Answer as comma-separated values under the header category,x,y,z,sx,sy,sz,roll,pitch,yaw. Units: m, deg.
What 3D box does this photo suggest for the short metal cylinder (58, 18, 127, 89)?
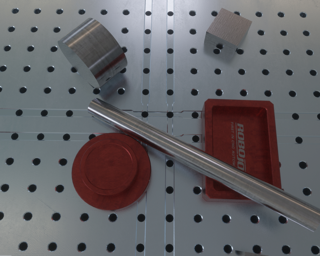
category,x,y,z,sx,sy,sz,roll,pitch,yaw
short metal cylinder,-0.090,-0.099,0.418,0.080,0.080,0.050,43,76,14

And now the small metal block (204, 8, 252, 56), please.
category,x,y,z,sx,sy,sz,roll,pitch,yaw
small metal block,0.102,-0.145,0.465,0.050,0.025,0.050,29,72,10

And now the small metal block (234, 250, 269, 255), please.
category,x,y,z,sx,sy,sz,roll,pitch,yaw
small metal block,0.097,0.163,0.339,0.025,0.050,0.050,9,70,3

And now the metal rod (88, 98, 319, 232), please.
category,x,y,z,sx,sy,sz,roll,pitch,yaw
metal rod,0.037,0.033,0.371,0.301,0.025,0.025,26,72,20

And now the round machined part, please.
category,x,y,z,sx,sy,sz,roll,pitch,yaw
round machined part,-0.060,0.051,0.383,0.099,0.042,0.098,0,70,0

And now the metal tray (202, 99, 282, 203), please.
category,x,y,z,sx,sy,sz,roll,pitch,yaw
metal tray,0.102,0.028,0.399,0.091,0.030,0.130,2,70,0
